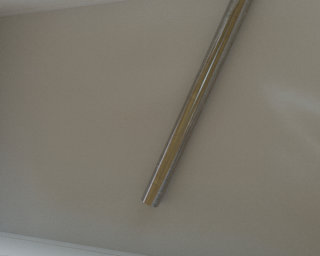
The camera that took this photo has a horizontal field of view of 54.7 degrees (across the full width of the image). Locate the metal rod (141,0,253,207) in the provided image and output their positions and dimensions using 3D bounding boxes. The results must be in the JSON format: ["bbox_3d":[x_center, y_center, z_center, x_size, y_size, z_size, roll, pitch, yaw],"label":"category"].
[{"bbox_3d":[0.046,-0.036,0.393,0.025,0.025,0.298,26,98,17],"label":"metal rod"}]
